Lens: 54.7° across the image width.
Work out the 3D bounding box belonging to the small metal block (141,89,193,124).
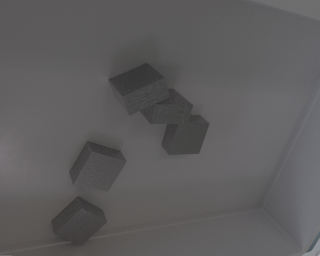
[{"bbox_3d":[0.004,-0.028,0.377,0.050,0.050,0.025,-1,119,-28],"label":"small metal block"}]

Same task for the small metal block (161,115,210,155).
[{"bbox_3d":[0.035,0.009,0.433,0.050,0.025,0.050,0,118,-29],"label":"small metal block"}]

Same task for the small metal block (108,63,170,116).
[{"bbox_3d":[-0.024,-0.045,0.351,0.050,0.050,0.025,-26,128,-12],"label":"small metal block"}]

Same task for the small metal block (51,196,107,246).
[{"bbox_3d":[-0.111,0.129,0.428,0.050,0.025,0.050,-43,129,2],"label":"small metal block"}]

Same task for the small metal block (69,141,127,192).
[{"bbox_3d":[-0.079,0.050,0.396,0.050,0.025,0.050,22,107,-36],"label":"small metal block"}]
